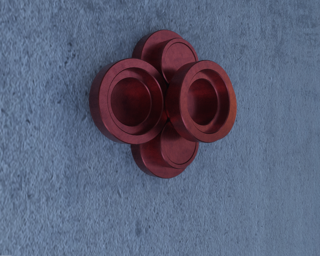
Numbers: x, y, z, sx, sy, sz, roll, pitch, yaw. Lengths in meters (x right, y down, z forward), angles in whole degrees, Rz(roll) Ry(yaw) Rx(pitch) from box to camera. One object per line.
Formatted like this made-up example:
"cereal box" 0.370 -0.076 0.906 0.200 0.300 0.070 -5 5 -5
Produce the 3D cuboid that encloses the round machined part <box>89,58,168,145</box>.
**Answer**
"round machined part" -0.039 -0.030 0.364 0.099 0.042 0.097 0 90 -40

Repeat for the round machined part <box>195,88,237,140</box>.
"round machined part" 0.065 -0.031 0.452 0.099 0.042 0.097 0 90 -40

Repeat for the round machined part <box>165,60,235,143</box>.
"round machined part" 0.045 -0.031 0.380 0.099 0.042 0.097 -1 91 -40

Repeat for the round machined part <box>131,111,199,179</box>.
"round machined part" 0.013 0.018 0.408 0.099 0.042 0.097 0 90 -40

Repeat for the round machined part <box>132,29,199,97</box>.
"round machined part" 0.014 -0.081 0.409 0.099 0.042 0.097 0 90 -40
